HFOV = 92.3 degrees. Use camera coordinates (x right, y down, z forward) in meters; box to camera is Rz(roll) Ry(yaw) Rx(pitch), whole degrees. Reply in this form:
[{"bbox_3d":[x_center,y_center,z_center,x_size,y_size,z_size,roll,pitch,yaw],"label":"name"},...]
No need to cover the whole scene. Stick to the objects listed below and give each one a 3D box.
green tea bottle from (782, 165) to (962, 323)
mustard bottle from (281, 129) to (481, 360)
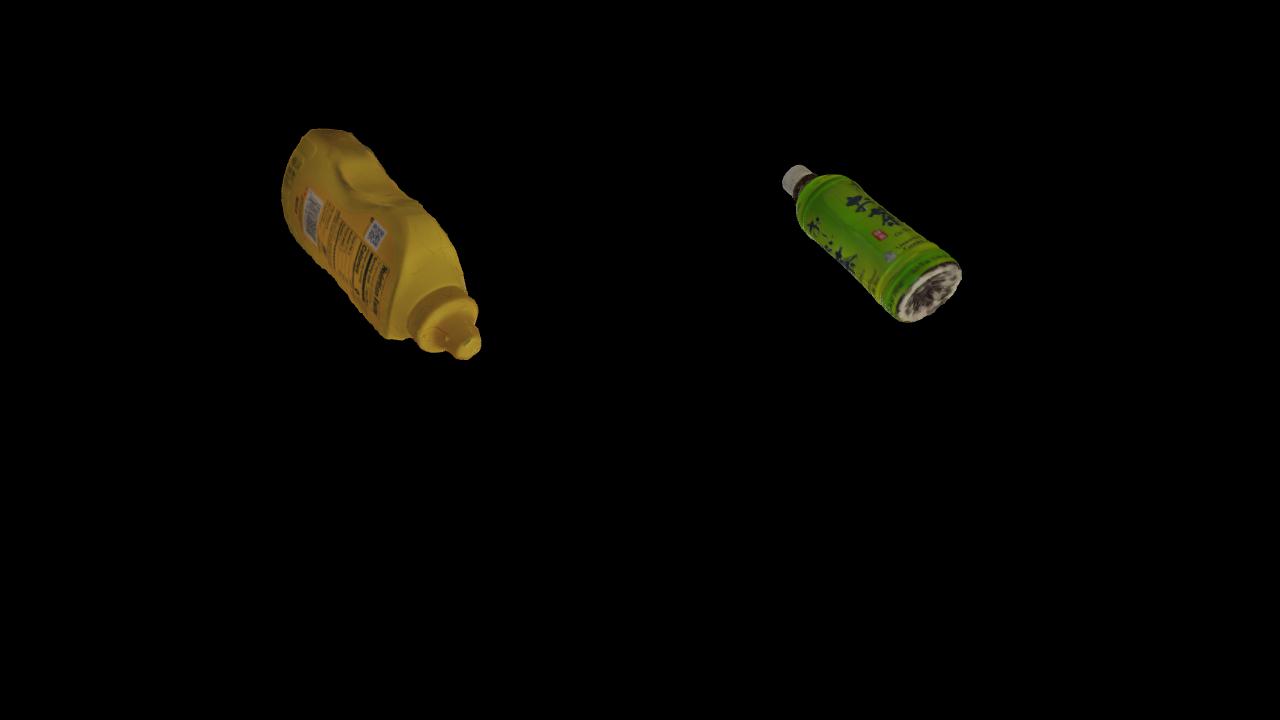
[{"bbox_3d":[0.208,-0.125,0.595,0.073,0.073,0.212,0,40,-32],"label":"green tea bottle"},{"bbox_3d":[-0.161,-0.063,0.393,0.184,0.092,0.054,43,30,22],"label":"mustard bottle"}]
